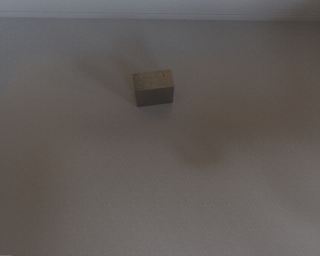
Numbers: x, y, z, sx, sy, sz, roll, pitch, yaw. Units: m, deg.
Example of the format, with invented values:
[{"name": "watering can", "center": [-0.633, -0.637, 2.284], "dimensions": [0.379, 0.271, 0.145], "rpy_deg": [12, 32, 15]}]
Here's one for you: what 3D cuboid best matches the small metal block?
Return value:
[{"name": "small metal block", "center": [-0.009, -0.052, 0.416], "dimensions": [0.050, 0.050, 0.025], "rpy_deg": [-8, 70, -3]}]
